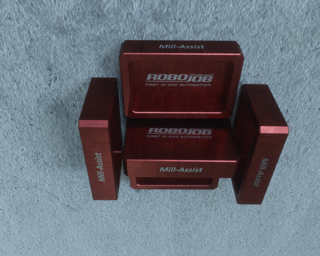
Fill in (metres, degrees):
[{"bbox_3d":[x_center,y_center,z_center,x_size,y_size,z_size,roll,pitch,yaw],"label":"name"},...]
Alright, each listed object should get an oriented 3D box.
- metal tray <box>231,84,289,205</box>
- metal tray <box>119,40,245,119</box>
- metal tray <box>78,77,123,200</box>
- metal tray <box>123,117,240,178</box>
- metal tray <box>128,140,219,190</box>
[{"bbox_3d":[0.114,0.022,0.385,0.030,0.090,0.129,1,130,-1],"label":"metal tray"},{"bbox_3d":[0.023,-0.054,0.360,0.131,0.030,0.089,0,133,-1],"label":"metal tray"},{"bbox_3d":[-0.067,0.015,0.378,0.030,0.090,0.129,1,131,-1],"label":"metal tray"},{"bbox_3d":[0.024,0.017,0.383,0.131,0.090,0.030,1,131,-1],"label":"metal tray"},{"bbox_3d":[0.021,0.049,0.449,0.131,0.030,0.089,0,129,-1],"label":"metal tray"}]
